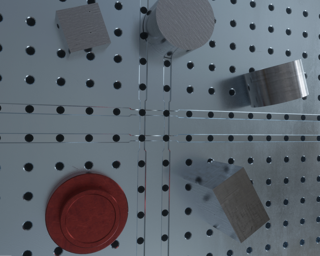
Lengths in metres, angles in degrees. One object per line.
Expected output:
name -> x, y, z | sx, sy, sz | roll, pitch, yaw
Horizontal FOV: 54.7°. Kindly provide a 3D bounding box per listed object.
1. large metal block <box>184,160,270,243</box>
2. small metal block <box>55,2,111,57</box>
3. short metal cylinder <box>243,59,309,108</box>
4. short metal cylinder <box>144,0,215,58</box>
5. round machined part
large metal block -> 0.087, 0.094, 0.417 | 0.050, 0.080, 0.080 | -32, 101, -17
small metal block -> -0.094, -0.119, 0.378 | 0.050, 0.025, 0.050 | -20, 97, -19
short metal cylinder -> 0.166, -0.064, 0.446 | 0.081, 0.080, 0.050 | -17, 96, -20
short metal cylinder -> 0.024, -0.137, 0.409 | 0.081, 0.050, 0.079 | 0, 90, -20
round machined part -> -0.086, 0.103, 0.373 | 0.099, 0.042, 0.097 | 0, 90, -21
